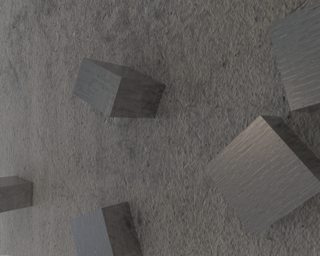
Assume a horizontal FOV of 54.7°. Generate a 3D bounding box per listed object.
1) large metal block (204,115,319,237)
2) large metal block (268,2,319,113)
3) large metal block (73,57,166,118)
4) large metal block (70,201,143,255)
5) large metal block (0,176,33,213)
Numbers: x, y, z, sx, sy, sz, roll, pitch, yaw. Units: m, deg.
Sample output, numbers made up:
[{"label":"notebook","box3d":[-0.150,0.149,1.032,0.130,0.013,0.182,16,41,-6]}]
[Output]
[{"label":"large metal block","box3d":[0.105,0.044,0.302,0.080,0.050,0.080,-49,61,29]},{"label":"large metal block","box3d":[0.150,-0.063,0.265,0.080,0.050,0.080,-18,78,38]},{"label":"large metal block","box3d":[-0.054,-0.052,0.414,0.080,0.081,0.050,31,109,36]},{"label":"large metal block","box3d":[-0.080,0.161,0.455,0.080,0.050,0.080,-28,72,36]},{"label":"large metal block","box3d":[-0.319,0.134,0.633,0.080,0.081,0.050,6,94,40]}]
